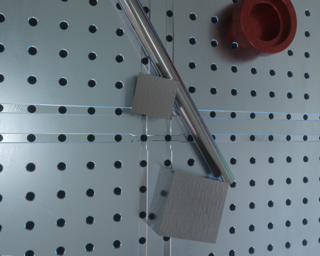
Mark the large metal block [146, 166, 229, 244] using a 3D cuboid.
[{"bbox_3d":[0.036,0.101,0.413,0.081,0.050,0.080,16,85,-20],"label":"large metal block"}]

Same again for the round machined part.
[{"bbox_3d":[0.149,-0.154,0.458,0.099,0.042,0.097,0,90,-20],"label":"round machined part"}]

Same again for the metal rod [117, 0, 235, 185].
[{"bbox_3d":[0.024,-0.049,0.421,0.025,0.025,0.299,-33,101,-17],"label":"metal rod"}]

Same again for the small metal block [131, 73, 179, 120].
[{"bbox_3d":[-0.006,-0.041,0.396,0.050,0.025,0.050,12,101,-2],"label":"small metal block"}]
